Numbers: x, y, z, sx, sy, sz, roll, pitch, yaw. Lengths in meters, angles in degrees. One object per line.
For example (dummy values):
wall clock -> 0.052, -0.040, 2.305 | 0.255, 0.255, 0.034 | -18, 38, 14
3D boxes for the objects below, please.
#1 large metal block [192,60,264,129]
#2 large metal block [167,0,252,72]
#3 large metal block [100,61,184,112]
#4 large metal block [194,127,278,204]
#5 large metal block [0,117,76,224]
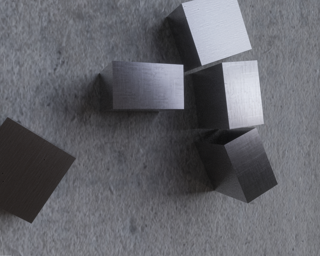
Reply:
large metal block -> 0.088, -0.041, 0.414 | 0.050, 0.080, 0.079 | -8, 93, -20
large metal block -> 0.066, -0.130, 0.421 | 0.081, 0.050, 0.080 | -22, 98, -19
large metal block -> -0.025, -0.046, 0.371 | 0.081, 0.080, 0.050 | -1, 91, -20
large metal block -> 0.099, 0.046, 0.418 | 0.050, 0.080, 0.080 | -26, 99, -18
large metal block -> -0.152, 0.044, 0.340 | 0.080, 0.050, 0.080 | 35, 78, -17
